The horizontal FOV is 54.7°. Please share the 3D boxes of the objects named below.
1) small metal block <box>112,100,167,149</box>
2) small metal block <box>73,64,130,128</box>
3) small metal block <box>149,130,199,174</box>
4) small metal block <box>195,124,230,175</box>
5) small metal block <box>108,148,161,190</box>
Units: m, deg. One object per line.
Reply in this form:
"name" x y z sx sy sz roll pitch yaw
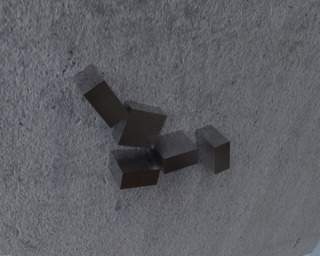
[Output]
"small metal block" -0.026 -0.003 0.390 0.050 0.025 0.050 10 114 -33
"small metal block" -0.064 -0.035 0.334 0.025 0.050 0.050 -37 129 -4
"small metal block" 0.018 0.031 0.419 0.050 0.050 0.025 -15 125 -20
"small metal block" 0.077 0.031 0.451 0.025 0.050 0.050 -20 126 -17
"small metal block" -0.035 0.052 0.404 0.050 0.050 0.025 -2 120 -27
